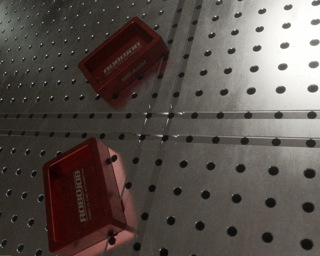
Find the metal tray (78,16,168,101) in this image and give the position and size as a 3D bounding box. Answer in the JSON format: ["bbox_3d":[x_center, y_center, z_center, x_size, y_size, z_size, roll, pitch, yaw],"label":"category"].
[{"bbox_3d":[-0.063,-0.115,0.506,0.130,0.030,0.090,-40,51,1],"label":"metal tray"}]

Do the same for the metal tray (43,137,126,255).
[{"bbox_3d":[-0.103,0.086,0.404,0.090,0.030,0.130,-29,52,9],"label":"metal tray"}]
